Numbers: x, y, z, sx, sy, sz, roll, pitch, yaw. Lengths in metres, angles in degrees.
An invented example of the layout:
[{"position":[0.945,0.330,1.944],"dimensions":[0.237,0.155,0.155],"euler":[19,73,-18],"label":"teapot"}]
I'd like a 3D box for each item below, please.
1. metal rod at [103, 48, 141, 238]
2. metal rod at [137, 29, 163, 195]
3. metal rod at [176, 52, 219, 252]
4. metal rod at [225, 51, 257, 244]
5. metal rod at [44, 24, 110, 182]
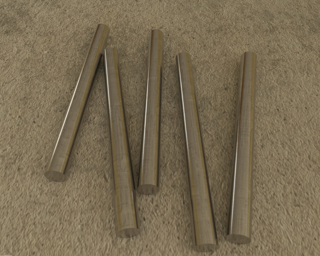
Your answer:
[{"position":[-0.056,-0.007,0.408],"dimensions":[0.025,0.025,0.300],"euler":[-7,50,-6],"label":"metal rod"},{"position":[-0.010,-0.046,0.441],"dimensions":[0.025,0.025,0.300],"euler":[1,50,1],"label":"metal rod"},{"position":[0.041,0.003,0.400],"dimensions":[0.025,0.025,0.300],"euler":[-1,50,-1],"label":"metal rod"},{"position":[0.110,-0.001,0.404],"dimensions":[0.025,0.025,0.300],"euler":[10,51,8],"label":"metal rod"},{"position":[-0.111,-0.059,0.451],"dimensions":[0.025,0.025,0.300],"euler":[3,50,2],"label":"metal rod"}]
